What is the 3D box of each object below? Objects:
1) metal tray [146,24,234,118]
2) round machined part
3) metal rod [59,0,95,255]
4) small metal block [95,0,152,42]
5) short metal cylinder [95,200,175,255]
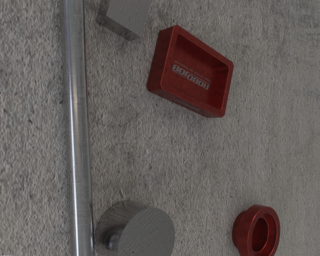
[{"bbox_3d":[0.048,-0.075,0.441,0.131,0.030,0.090,20,77,-38],"label":"metal tray"},{"bbox_3d":[0.161,0.179,0.528,0.099,0.042,0.097,0,90,-40],"label":"round machined part"},{"bbox_3d":[-0.088,-0.010,0.330,0.025,0.025,0.298,-4,92,-40],"label":"metal rod"},{"bbox_3d":[-0.043,-0.139,0.368,0.050,0.025,0.050,23,76,-38],"label":"small metal block"},{"bbox_3d":[-0.029,0.129,0.364,0.081,0.050,0.080,0,90,-40],"label":"short metal cylinder"}]
